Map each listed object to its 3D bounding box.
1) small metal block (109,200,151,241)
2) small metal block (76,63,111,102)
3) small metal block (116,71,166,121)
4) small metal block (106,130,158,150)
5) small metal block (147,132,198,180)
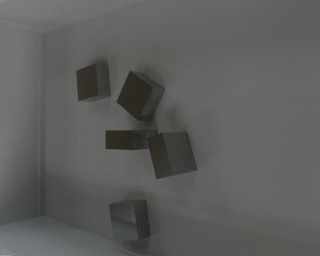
[{"bbox_3d":[-0.043,0.130,0.440,0.050,0.025,0.050,-13,82,39],"label":"small metal block"},{"bbox_3d":[-0.106,-0.071,0.492,0.050,0.025,0.050,-9,85,39],"label":"small metal block"},{"bbox_3d":[-0.027,-0.044,0.427,0.050,0.025,0.050,40,114,32],"label":"small metal block"},{"bbox_3d":[-0.038,0.015,0.420,0.050,0.050,0.025,-1,89,39],"label":"small metal block"},{"bbox_3d":[0.015,0.032,0.376,0.025,0.050,0.050,-22,76,38],"label":"small metal block"}]
